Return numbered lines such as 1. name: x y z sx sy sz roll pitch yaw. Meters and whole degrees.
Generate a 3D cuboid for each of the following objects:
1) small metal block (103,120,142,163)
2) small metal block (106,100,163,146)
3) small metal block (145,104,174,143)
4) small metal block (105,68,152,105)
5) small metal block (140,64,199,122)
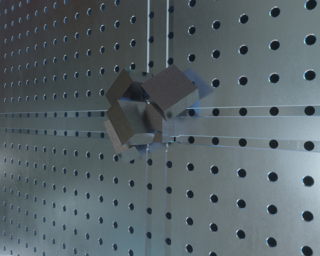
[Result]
1. small metal block: -0.052 0.016 0.433 0.025 0.050 0.050 -26 69 -2
2. small metal block: -0.032 -0.006 0.388 0.025 0.050 0.050 -43 65 31
3. small metal block: -0.009 -0.007 0.417 0.050 0.025 0.050 1 90 39
4. small metal block: -0.038 -0.052 0.426 0.050 0.050 0.025 -48 61 29
5. small metal block: 0.013 -0.044 0.382 0.050 0.025 0.050 -35 61 -9
